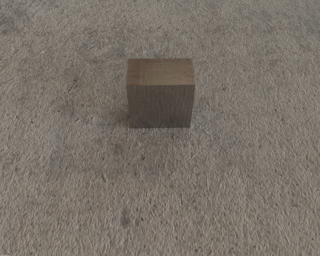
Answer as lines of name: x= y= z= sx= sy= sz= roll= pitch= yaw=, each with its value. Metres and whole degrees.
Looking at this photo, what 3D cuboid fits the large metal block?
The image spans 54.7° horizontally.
large metal block: x=0.000 y=-0.044 z=0.406 sx=0.081 sy=0.080 sz=0.050 roll=-1 pitch=50 yaw=-1
